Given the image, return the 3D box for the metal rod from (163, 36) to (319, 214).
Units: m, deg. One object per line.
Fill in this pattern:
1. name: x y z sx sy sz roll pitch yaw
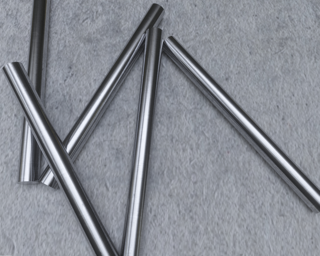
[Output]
1. metal rod: 0.105 -0.015 0.414 0.025 0.025 0.300 -37 74 -13

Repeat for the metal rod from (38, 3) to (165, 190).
1. metal rod: -0.071 -0.055 0.427 0.025 0.025 0.300 26 72 8

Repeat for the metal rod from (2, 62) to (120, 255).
1. metal rod: -0.110 0.054 0.363 0.025 0.025 0.299 -28 82 -10

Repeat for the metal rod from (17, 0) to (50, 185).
1. metal rod: -0.173 -0.072 0.432 0.025 0.025 0.299 -4 70 -2

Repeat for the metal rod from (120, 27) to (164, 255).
1. metal rod: -0.020 0.005 0.398 0.025 0.025 0.299 5 73 1
